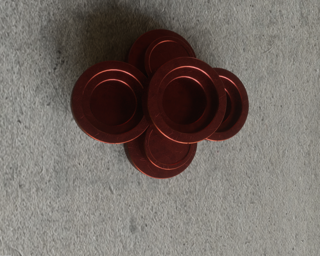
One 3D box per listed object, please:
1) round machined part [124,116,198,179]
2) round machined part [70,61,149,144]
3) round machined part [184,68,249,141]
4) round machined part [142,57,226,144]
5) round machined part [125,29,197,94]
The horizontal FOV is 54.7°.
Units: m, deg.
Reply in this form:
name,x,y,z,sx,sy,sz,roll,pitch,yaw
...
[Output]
name,x,y,z,sx,sy,sz,roll,pitch,yaw
round machined part,0.006,0.018,0.404,0.099,0.042,0.097,0,90,-21
round machined part,-0.059,-0.030,0.380,0.099,0.042,0.097,0,90,-21
round machined part,0.069,-0.031,0.428,0.099,0.042,0.097,0,90,-21
round machined part,0.025,-0.031,0.366,0.099,0.042,0.097,0,91,-21
round machined part,0.006,-0.081,0.404,0.099,0.042,0.097,0,90,-21
